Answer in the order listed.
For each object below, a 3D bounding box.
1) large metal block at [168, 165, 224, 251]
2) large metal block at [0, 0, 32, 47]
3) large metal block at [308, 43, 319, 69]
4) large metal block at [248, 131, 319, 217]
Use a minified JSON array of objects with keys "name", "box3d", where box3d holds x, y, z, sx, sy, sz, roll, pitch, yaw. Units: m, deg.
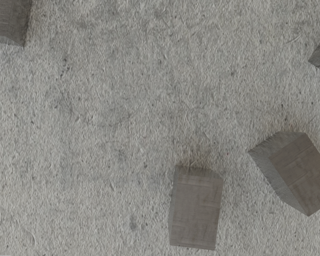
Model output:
[{"name":"large metal block","box3d":[0.041,0.093,0.383,0.050,0.080,0.080,7,90,0]},{"name":"large metal block","box3d":[-0.217,-0.156,0.395,0.080,0.050,0.080,10,90,0]},{"name":"large metal block","box3d":[0.258,-0.103,0.399,0.080,0.050,0.080,33,90,0]},{"name":"large metal block","box3d":[0.163,0.052,0.384,0.050,0.080,0.080,-34,90,0]}]
